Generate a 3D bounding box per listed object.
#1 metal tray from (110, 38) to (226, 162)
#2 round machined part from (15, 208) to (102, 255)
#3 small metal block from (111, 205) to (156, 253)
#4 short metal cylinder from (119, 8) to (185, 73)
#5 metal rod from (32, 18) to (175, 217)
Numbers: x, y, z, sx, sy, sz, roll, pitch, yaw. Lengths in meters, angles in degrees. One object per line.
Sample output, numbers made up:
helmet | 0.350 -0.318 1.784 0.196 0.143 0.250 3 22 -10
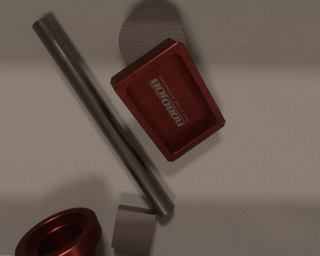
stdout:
metal tray | 0.014 -0.030 0.377 0.090 0.030 0.130 -35 122 0
round machined part | -0.117 0.144 0.376 0.099 0.098 0.042 -17 108 0
small metal block | -0.034 0.133 0.411 0.050 0.025 0.050 9 90 -1
short metal cylinder | -0.010 -0.106 0.399 0.081 0.050 0.079 0 90 -1
metal rod | -0.074 -0.014 0.410 0.025 0.025 0.299 -34 90 0
